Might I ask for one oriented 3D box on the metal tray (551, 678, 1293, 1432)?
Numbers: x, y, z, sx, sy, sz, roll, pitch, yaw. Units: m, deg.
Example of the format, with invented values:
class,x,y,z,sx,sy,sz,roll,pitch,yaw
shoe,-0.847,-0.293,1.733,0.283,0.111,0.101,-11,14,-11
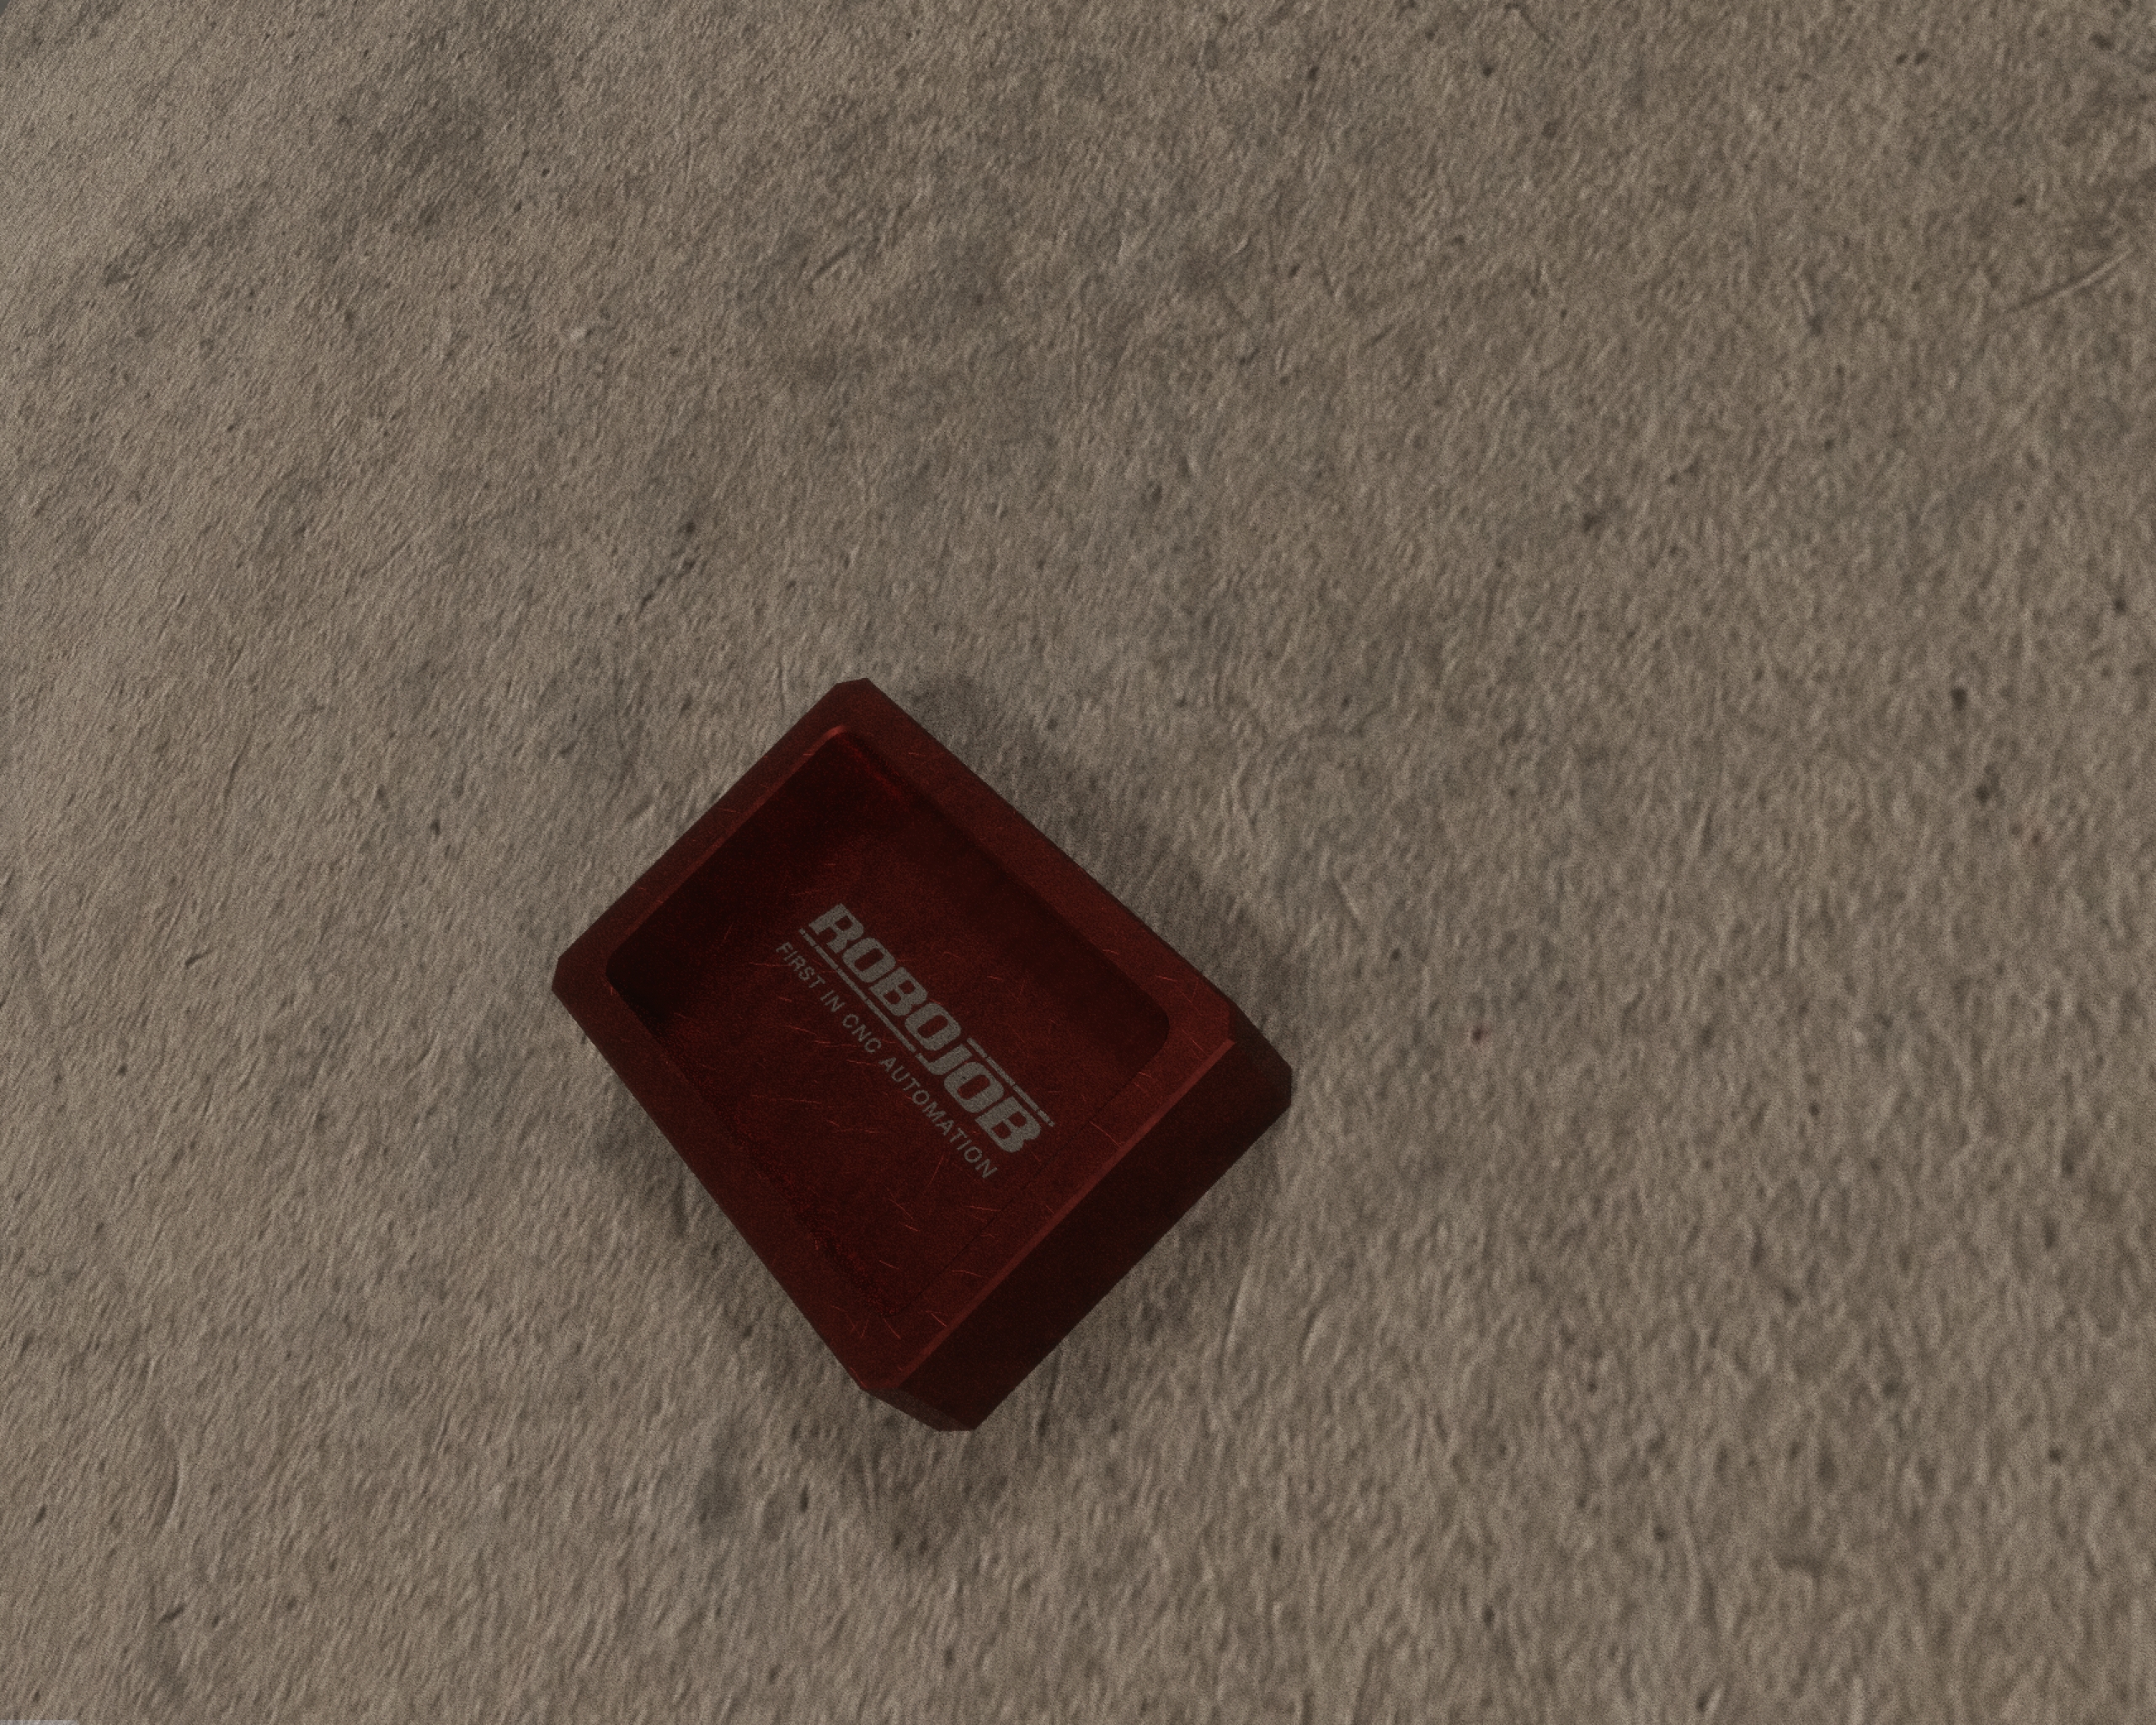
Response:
class,x,y,z,sx,sy,sz,roll,pitch,yaw
metal tray,-0.034,0.031,0.399,0.090,0.030,0.130,-45,51,-4
